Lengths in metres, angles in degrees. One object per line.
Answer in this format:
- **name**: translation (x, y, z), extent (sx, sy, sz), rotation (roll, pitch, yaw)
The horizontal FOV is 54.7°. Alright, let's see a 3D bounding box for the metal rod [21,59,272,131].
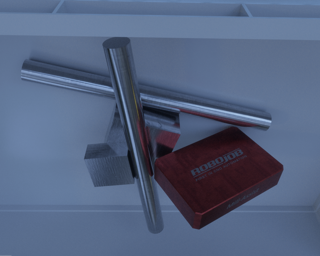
- **metal rod**: translation (-0.007, -0.037, 0.377), extent (0.302, 0.025, 0.025), rotation (11, 129, -10)

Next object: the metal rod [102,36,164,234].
- **metal rod**: translation (-0.023, 0.036, 0.372), extent (0.025, 0.025, 0.298), rotation (-5, 130, 4)

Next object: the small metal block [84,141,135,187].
- **small metal block**: translation (-0.060, 0.045, 0.379), extent (0.050, 0.025, 0.050), rotation (-5, 130, 3)

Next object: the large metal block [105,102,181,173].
- **large metal block**: translation (-0.027, 0.011, 0.400), extent (0.081, 0.050, 0.079), rotation (14, 129, -12)

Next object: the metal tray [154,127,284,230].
- **metal tray**: translation (0.070, 0.054, 0.376), extent (0.131, 0.090, 0.030), rotation (-21, 136, -25)
